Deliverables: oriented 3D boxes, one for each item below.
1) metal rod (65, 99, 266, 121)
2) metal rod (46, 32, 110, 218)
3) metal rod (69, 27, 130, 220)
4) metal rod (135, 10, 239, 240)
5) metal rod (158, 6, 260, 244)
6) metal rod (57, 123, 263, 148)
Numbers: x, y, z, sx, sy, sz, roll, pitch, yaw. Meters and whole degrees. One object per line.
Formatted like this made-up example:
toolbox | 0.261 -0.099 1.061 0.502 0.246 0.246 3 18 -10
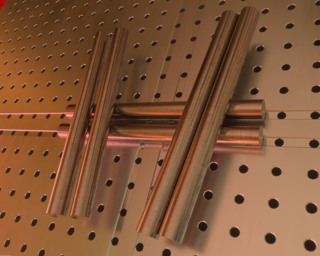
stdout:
metal rod | -0.012 -0.024 0.431 0.300 0.025 0.025 1 62 28
metal rod | -0.112 -0.023 0.451 0.025 0.025 0.300 -8 58 24
metal rod | -0.078 -0.025 0.435 0.025 0.025 0.300 -7 58 24
metal rod | 0.041 -0.020 0.369 0.025 0.025 0.300 10 66 32
metal rod | 0.064 -0.020 0.357 0.025 0.025 0.300 10 66 32
metal rod | -0.020 0.007 0.416 0.300 0.025 0.025 1 62 28
